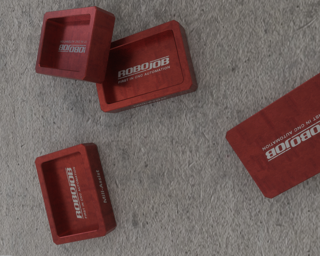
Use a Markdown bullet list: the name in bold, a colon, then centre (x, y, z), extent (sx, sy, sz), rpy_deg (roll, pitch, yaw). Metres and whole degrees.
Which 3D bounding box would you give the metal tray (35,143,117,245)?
- **metal tray**: centre (-0.123, 0.094, 0.449), extent (0.090, 0.030, 0.129), rpy_deg (-17, 84, 19)

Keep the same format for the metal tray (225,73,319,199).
- **metal tray**: centre (0.154, 0.009, 0.352), extent (0.130, 0.030, 0.090), rpy_deg (-35, 79, 16)

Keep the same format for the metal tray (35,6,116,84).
- **metal tray**: centre (-0.120, -0.112, 0.423), extent (0.130, 0.030, 0.089), rpy_deg (14, 95, 41)

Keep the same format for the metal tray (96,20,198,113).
- **metal tray**: centre (-0.024, -0.078, 0.414), extent (0.130, 0.030, 0.090), rpy_deg (-14, 86, 19)
